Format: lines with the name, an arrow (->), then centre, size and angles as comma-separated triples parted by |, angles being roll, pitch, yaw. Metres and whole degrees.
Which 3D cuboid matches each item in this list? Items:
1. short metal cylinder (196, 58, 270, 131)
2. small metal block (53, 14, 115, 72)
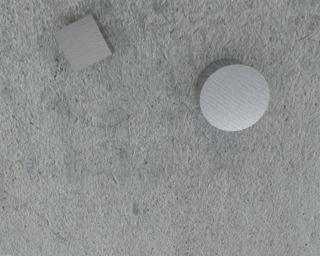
short metal cylinder -> 0.086, -0.042, 0.382 | 0.081, 0.050, 0.079 | 0, 110, 0
small metal block -> -0.090, -0.102, 0.371 | 0.050, 0.025, 0.050 | -24, 109, 8
